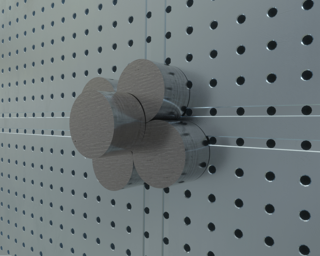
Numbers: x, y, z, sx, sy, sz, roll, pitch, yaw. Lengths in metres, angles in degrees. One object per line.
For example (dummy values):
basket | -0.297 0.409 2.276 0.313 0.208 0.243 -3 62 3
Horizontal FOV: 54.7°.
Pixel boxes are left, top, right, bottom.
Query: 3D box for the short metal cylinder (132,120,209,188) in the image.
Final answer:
short metal cylinder | 0.013 0.030 0.380 0.080 0.050 0.079 0 90 39

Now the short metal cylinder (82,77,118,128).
short metal cylinder | -0.071 -0.031 0.449 0.080 0.050 0.079 0 90 39

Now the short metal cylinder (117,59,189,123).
short metal cylinder | -0.010 -0.045 0.398 0.080 0.050 0.079 0 90 39

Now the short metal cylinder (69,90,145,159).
short metal cylinder | -0.065 -0.005 0.377 0.080 0.050 0.079 2 92 39

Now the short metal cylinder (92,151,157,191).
short metal cylinder | -0.048 0.043 0.430 0.080 0.050 0.079 0 90 39
